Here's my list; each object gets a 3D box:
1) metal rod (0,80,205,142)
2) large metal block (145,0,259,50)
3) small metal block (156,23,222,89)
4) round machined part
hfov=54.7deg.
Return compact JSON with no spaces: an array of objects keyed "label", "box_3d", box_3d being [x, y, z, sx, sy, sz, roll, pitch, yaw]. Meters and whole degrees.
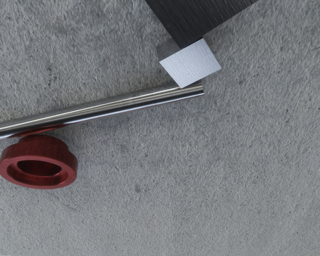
[{"label":"metal rod","box_3d":[-0.095,-0.019,0.389,0.301,0.025,0.025,-12,129,9]},{"label":"large metal block","box_3d":[0.029,-0.133,0.278,0.080,0.050,0.080,-29,125,22]},{"label":"small metal block","box_3d":[0.031,-0.076,0.334,0.050,0.025,0.050,-25,142,19]},{"label":"round machined part","box_3d":[-0.162,0.044,0.422,0.099,0.042,0.098,-2,145,-1]}]
